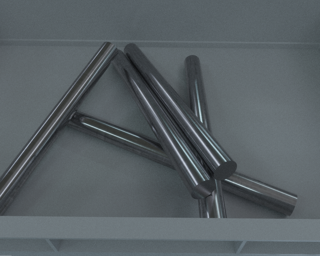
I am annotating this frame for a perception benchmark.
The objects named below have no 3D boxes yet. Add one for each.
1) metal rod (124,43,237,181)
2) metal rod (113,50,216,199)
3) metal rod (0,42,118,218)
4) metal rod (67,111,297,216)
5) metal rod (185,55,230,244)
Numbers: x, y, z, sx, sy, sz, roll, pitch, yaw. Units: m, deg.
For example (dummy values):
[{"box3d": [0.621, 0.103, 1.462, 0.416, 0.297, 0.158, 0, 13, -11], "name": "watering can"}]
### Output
[{"box3d": [0.007, -0.044, 0.403, 0.025, 0.025, 0.300, -17, 40, -14], "name": "metal rod"}, {"box3d": [-0.015, -0.030, 0.393, 0.025, 0.025, 0.300, -17, 41, -14], "name": "metal rod"}, {"box3d": [-0.133, 0.003, 0.374, 0.025, 0.025, 0.300, 20, 61, 15], "name": "metal rod"}, {"box3d": [0.008, 0.034, 0.376, 0.301, 0.025, 0.025, 20, 53, 16], "name": "metal rod"}, {"box3d": [0.050, -0.004, 0.384, 0.025, 0.025, 0.300, 1, 42, 0], "name": "metal rod"}]
